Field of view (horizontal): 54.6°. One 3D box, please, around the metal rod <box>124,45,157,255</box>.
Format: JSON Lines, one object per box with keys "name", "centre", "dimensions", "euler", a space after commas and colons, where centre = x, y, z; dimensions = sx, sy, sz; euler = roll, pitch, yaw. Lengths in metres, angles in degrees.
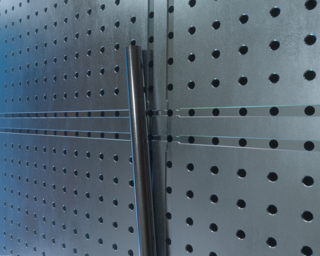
{"name": "metal rod", "centre": [-0.027, 0.035, 0.432], "dimensions": [0.025, 0.025, 0.299], "euler": [-7, 85, 40]}
